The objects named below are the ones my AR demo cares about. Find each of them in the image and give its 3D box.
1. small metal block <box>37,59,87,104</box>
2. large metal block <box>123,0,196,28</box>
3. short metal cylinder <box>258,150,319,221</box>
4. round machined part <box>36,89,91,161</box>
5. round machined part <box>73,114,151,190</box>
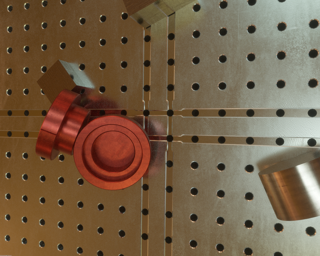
[{"bbox_3d":[-0.148,-0.065,0.465,0.050,0.025,0.050,-40,78,15],"label":"small metal block"},{"bbox_3d":[-0.009,-0.191,0.402,0.080,0.050,0.080,-23,82,18],"label":"large metal block"},{"bbox_3d":[0.153,0.059,0.329,0.080,0.080,0.050,-24,82,18],"label":"short metal cylinder"},{"bbox_3d":[-0.127,-0.001,0.424,0.042,0.098,0.097,22,98,-7],"label":"round machined part"},{"bbox_3d":[-0.061,0.029,0.413,0.099,0.042,0.097,0,99,-1],"label":"round machined part"}]
